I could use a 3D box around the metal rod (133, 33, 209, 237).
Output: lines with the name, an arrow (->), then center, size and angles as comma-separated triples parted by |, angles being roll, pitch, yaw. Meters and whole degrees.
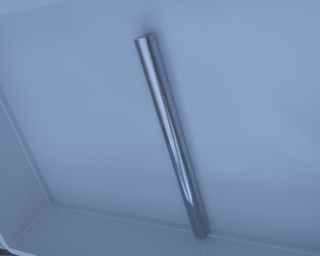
metal rod -> 0.022, 0.026, 0.413 | 0.025, 0.025, 0.299 | -3, 117, 30
